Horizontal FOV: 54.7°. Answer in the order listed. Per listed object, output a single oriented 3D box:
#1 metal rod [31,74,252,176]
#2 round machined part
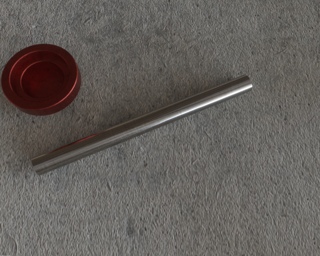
[{"bbox_3d":[-0.017,-0.007,0.410,0.302,0.025,0.025,-22,72,-8],"label":"metal rod"},{"bbox_3d":[-0.156,-0.061,0.420,0.099,0.042,0.098,0,70,0],"label":"round machined part"}]
